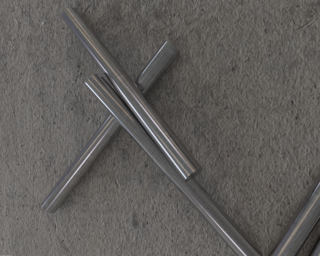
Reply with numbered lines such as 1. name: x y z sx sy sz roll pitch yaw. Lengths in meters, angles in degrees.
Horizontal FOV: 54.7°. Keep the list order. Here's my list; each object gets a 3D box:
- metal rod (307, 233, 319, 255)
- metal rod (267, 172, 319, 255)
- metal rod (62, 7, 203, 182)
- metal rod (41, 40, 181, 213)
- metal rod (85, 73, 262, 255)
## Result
1. metal rod: 0.181 0.140 0.344 0.025 0.025 0.298 27 99 18
2. metal rod: 0.175 0.082 0.346 0.025 0.025 0.299 30 100 17
3. metal rod: -0.048 -0.057 0.399 0.025 0.025 0.300 -44 67 15
4. metal rod: -0.075 0.006 0.435 0.025 0.025 0.299 43 103 15
5. metal rod: 0.012 0.047 0.388 0.025 0.025 0.300 -44 83 15
